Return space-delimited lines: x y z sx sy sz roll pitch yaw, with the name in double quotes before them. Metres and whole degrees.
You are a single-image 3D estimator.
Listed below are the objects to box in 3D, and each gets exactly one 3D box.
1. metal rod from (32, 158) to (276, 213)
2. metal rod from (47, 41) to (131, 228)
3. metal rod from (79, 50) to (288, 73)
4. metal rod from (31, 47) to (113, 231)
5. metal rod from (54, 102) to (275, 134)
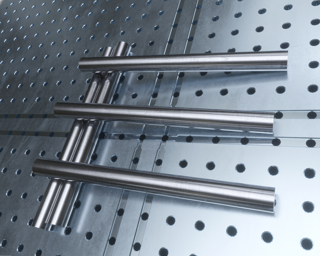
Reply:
"metal rod" -0.025 0.062 0.363 0.301 0.025 0.025 4 64 22
"metal rod" -0.097 -0.006 0.460 0.025 0.025 0.300 1 62 28
"metal rod" 0.017 -0.091 0.435 0.301 0.025 0.025 4 63 22
"metal rod" -0.121 0.001 0.468 0.025 0.025 0.300 1 62 28
"metal rod" -0.011 -0.016 0.403 0.301 0.025 0.025 4 64 23
